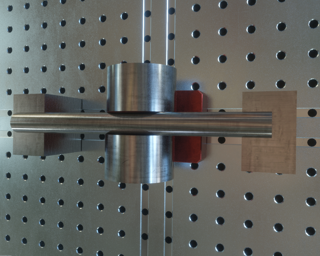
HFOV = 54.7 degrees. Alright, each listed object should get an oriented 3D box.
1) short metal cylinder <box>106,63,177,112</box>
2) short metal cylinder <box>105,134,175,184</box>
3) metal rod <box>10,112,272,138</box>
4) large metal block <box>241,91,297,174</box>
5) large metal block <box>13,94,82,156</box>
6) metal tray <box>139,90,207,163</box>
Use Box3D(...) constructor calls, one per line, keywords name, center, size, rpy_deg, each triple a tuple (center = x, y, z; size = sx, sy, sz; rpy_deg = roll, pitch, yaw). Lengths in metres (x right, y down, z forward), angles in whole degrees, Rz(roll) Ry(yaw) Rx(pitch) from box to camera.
Box3D(name="short metal cylinder", center=(-0.021, -0.043, 0.359), size=(0.080, 0.080, 0.050), rpy_deg=(1, 91, 20))
Box3D(name="short metal cylinder", center=(-0.023, 0.032, 0.360), size=(0.080, 0.080, 0.050), rpy_deg=(1, 91, 20))
Box3D(name="metal rod", center=(-0.037, -0.005, 0.340), size=(0.301, 0.025, 0.025), rpy_deg=(1, 90, 19))
Box3D(name="large metal block", center=(0.120, 0.004, 0.340), size=(0.050, 0.080, 0.080), rpy_deg=(1, 90, 20))
Box3D(name="large metal block", center=(-0.156, -0.004, 0.437), size=(0.050, 0.080, 0.080), rpy_deg=(1, 90, 20))
Box3D(name="metal tray", center=(-0.005, -0.003, 0.412), size=(0.130, 0.030, 0.089), rpy_deg=(2, 91, 19))
